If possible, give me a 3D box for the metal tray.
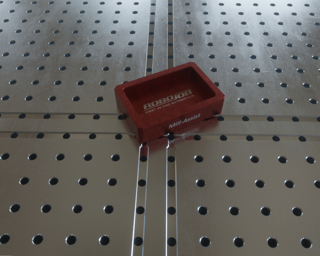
[{"bbox_3d":[0.013,-0.040,0.438,0.131,0.030,0.090,-21,53,-17],"label":"metal tray"}]
